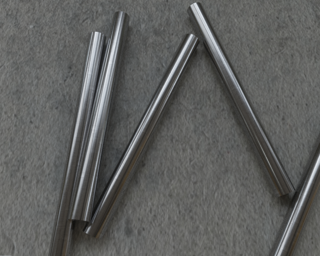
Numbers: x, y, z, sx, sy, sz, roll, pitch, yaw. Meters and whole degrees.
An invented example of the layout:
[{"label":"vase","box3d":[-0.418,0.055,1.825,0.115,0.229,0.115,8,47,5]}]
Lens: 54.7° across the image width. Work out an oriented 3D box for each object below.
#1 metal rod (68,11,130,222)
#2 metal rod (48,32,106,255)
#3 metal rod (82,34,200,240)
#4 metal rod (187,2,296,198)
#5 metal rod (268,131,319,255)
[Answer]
[{"label":"metal rod","box3d":[-0.075,-0.031,0.409,0.025,0.025,0.299,6,67,2]},{"label":"metal rod","box3d":[-0.103,0.006,0.404,0.025,0.025,0.299,4,70,1]},{"label":"metal rod","box3d":[-0.016,-0.003,0.408,0.025,0.025,0.300,24,71,8]},{"label":"metal rod","box3d":[0.104,-0.051,0.428,0.025,0.025,0.299,-19,71,-7]},{"label":"metal rod","box3d":[0.195,0.056,0.390,0.025,0.025,0.300,28,72,9]}]
